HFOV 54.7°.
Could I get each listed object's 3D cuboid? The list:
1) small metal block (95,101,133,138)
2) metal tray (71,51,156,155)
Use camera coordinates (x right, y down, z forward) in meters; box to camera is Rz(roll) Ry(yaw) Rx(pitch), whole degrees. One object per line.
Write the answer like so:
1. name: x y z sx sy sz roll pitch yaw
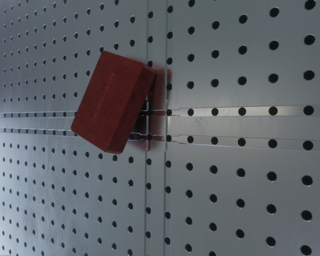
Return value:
1. small metal block: -0.070 -0.013 0.467 0.050 0.025 0.050 11 97 39
2. metal tray: -0.070 -0.038 0.446 0.090 0.030 0.129 26 94 37
